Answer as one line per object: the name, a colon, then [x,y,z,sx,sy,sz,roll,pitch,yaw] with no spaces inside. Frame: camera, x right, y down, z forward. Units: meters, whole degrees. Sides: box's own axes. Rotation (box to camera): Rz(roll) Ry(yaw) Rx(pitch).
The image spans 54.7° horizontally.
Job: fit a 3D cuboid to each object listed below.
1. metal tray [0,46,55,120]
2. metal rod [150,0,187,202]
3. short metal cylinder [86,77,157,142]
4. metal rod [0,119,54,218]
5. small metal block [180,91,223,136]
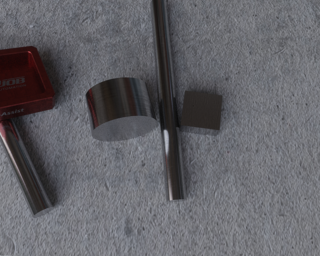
metal tray: [-0.214,-0.055,0.398,0.131,0.030,0.090,-17,68,-28]
metal rod: [0.009,-0.052,0.427,0.025,0.025,0.299,-4,70,-2]
short metal cylinder: [-0.048,-0.021,0.386,0.081,0.080,0.050,-12,71,-5]
metal rod: [-0.215,-0.021,0.413,0.025,0.025,0.299,-29,73,-10]
small metal block: [0.055,-0.019,0.416,0.050,0.025,0.050,8,70,2]
